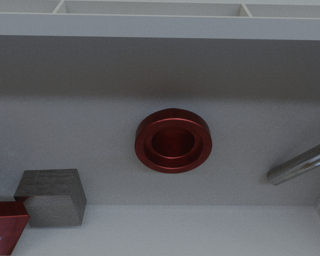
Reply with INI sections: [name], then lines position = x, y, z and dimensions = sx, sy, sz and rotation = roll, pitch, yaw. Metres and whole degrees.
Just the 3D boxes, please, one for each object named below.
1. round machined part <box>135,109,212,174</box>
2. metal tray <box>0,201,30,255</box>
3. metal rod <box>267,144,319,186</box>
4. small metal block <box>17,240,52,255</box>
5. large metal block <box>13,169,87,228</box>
[round machined part]
position = 0.017, 0.013, 0.409
dimensions = 0.099, 0.042, 0.097
rotation = -1, 130, 0
[metal tray]
position = -0.251, 0.140, 0.400
dimensions = 0.131, 0.030, 0.090
rotation = 13, 113, -48
[metal rod]
position = 0.222, 0.012, 0.353
dimensions = 0.025, 0.025, 0.298
rotation = 14, 150, -12
[small metal block]
position = -0.257, 0.257, 0.627
dimensions = 0.050, 0.025, 0.050
rotation = 30, 124, -24
[large metal block]
position = -0.167, 0.110, 0.484
dimensions = 0.081, 0.050, 0.079
rotation = -2, 130, 1
